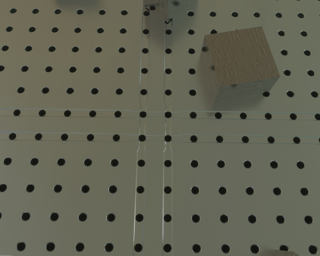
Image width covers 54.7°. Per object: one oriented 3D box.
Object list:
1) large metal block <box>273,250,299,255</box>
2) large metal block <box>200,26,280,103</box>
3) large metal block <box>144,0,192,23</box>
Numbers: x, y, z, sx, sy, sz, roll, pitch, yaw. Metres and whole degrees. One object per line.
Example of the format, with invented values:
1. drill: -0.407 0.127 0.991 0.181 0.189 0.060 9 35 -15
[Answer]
1. large metal block: 0.149 0.191 0.331 0.080 0.050 0.080 35 73 11
2. large metal block: 0.108 -0.088 0.432 0.081 0.050 0.080 -10 70 -4
3. large metal block: 0.020 -0.222 0.464 0.050 0.080 0.080 40 75 13
